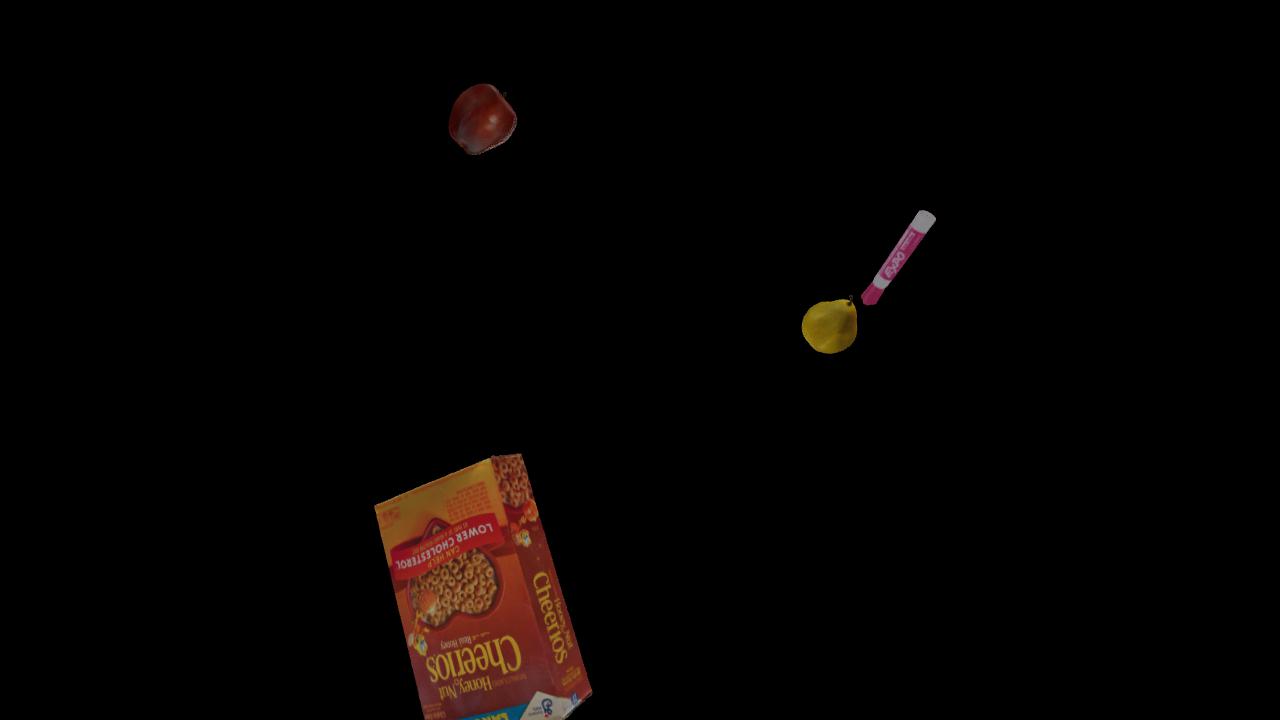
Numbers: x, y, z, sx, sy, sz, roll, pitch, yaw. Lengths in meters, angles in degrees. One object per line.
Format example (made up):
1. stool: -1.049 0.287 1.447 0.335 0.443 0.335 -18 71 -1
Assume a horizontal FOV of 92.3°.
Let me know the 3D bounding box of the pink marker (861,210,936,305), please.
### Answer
1. pink marker: 0.272 -0.104 0.657 0.020 0.020 0.121 0 -42 -20

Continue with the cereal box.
1. cereal box: -0.201 0.293 0.762 0.203 0.306 0.081 -23 -13 22

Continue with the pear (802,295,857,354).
1. pear: 0.289 -0.057 0.892 0.080 0.080 0.111 0 -21 -21

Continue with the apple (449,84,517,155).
1. apple: -0.208 -0.319 0.815 0.093 0.079 0.079 -44 -3 3
